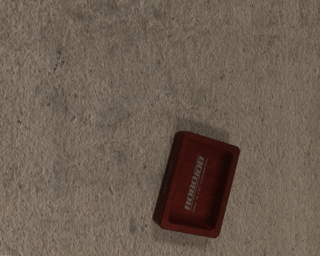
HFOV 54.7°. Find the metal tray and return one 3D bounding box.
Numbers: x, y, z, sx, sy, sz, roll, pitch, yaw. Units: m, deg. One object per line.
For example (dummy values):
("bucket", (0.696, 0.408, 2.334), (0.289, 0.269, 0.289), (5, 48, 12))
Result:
("metal tray", (0.051, 0.077, 0.426), (0.091, 0.030, 0.129), (17, 84, -20))
